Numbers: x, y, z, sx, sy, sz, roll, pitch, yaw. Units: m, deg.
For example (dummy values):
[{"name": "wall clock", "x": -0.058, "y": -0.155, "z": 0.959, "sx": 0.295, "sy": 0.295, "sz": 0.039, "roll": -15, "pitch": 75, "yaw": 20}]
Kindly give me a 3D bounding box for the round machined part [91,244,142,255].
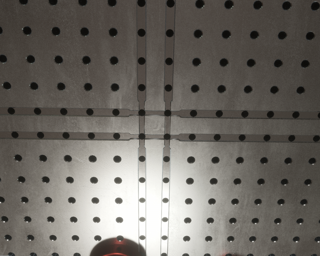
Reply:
[{"name": "round machined part", "x": -0.070, "y": 0.238, "z": 0.491, "sx": 0.099, "sy": 0.042, "sz": 0.097, "roll": 0, "pitch": 110, "yaw": -1}]
